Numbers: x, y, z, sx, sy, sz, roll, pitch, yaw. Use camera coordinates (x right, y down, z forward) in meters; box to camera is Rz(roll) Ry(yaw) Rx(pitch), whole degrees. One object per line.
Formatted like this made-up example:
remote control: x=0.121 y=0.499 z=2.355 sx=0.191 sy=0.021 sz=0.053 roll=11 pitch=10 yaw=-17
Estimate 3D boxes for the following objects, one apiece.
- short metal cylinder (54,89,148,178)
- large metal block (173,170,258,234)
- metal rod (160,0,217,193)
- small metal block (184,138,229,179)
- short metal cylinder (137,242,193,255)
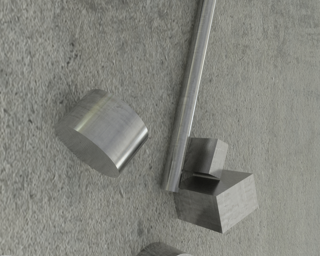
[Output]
short metal cylinder: x=-0.059 y=0.006 z=0.319 sx=0.080 sy=0.080 sz=0.050 roll=52 pitch=60 yaw=-27
large metal block: x=0.077 y=0.096 z=0.433 sx=0.081 sy=0.080 sz=0.050 roll=-19 pitch=102 yaw=-38
metal rod: x=0.044 y=-0.060 z=0.440 sx=0.025 sy=0.025 sz=0.299 roll=20 pitch=77 yaw=-38
small metal block: x=0.065 y=0.042 z=0.443 sx=0.025 sy=0.050 sz=0.050 roll=28 pitch=73 yaw=-37
short metal cylinder: x=0.007 y=0.193 z=0.395 sx=0.081 sy=0.050 sz=0.080 roll=0 pitch=90 yaw=-40
